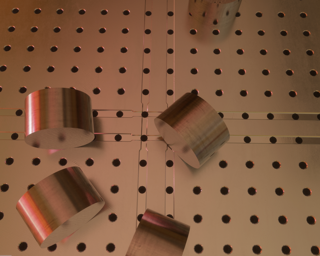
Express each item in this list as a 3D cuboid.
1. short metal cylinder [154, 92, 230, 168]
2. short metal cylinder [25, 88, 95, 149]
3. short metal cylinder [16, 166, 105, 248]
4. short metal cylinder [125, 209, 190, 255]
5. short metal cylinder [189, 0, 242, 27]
[{"bbox_3d":[0.038,0.003,0.382,0.050,0.080,0.080,-41,75,-13],"label":"short metal cylinder"},{"bbox_3d":[-0.124,-0.009,0.385,0.081,0.080,0.050,-8,70,-3],"label":"short metal cylinder"},{"bbox_3d":[-0.110,0.088,0.349,0.080,0.080,0.050,-37,74,-12],"label":"short metal cylinder"},{"bbox_3d":[-0.005,0.134,0.333,0.050,0.080,0.080,21,71,7],"label":"short metal cylinder"},{"bbox_3d":[0.086,-0.204,0.473,0.081,0.050,0.080,0,70,0],"label":"short metal cylinder"}]
